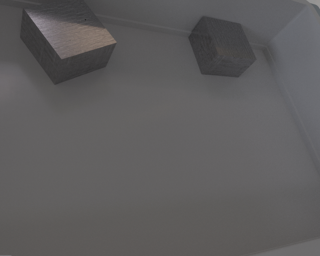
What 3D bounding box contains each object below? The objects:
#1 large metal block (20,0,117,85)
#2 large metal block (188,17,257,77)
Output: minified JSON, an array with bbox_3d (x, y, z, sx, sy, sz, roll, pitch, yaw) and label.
[{"bbox_3d":[-0.117,-0.112,0.395,0.081,0.050,0.080,-31,79,-38],"label":"large metal block"},{"bbox_3d":[0.105,-0.136,0.529,0.081,0.050,0.080,-1,62,-29],"label":"large metal block"}]
